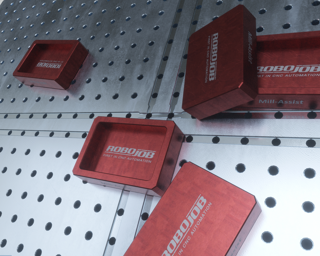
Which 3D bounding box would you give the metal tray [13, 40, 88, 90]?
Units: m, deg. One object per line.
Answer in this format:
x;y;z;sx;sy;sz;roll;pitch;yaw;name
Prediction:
-0.209;-0.123;0.586;0.130;0.030;0.090;10;67;32;metal tray

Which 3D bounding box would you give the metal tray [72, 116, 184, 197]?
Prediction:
-0.043;0.033;0.405;0.130;0.030;0.090;4;64;29;metal tray

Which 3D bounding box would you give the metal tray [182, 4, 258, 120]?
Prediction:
0.076;-0.083;0.395;0.090;0.030;0.130;-21;50;43;metal tray

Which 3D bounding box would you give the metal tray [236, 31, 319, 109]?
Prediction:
0.149;-0.069;0.368;0.130;0.030;0.090;4;63;29;metal tray

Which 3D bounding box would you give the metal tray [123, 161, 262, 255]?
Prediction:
0.032;0.110;0.320;0.090;0.030;0.130;26;75;36;metal tray
